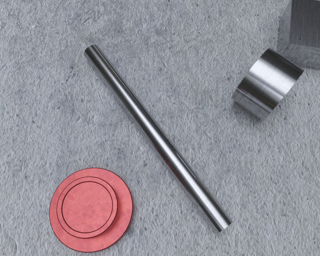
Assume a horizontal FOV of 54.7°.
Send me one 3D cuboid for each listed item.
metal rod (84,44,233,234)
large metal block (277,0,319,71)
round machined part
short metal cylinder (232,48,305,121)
[{"bbox_3d":[-0.011,0.003,0.406,0.025,0.025,0.300,-34,74,-12],"label":"metal rod"},{"bbox_3d":[0.219,-0.133,0.445,0.080,0.050,0.080,11,70,4],"label":"large metal block"},{"bbox_3d":[-0.081,0.094,0.364,0.099,0.042,0.098,0,70,0],"label":"round machined part"},{"bbox_3d":[0.138,-0.055,0.400,0.050,0.080,0.080,38,74,12],"label":"short metal cylinder"}]
